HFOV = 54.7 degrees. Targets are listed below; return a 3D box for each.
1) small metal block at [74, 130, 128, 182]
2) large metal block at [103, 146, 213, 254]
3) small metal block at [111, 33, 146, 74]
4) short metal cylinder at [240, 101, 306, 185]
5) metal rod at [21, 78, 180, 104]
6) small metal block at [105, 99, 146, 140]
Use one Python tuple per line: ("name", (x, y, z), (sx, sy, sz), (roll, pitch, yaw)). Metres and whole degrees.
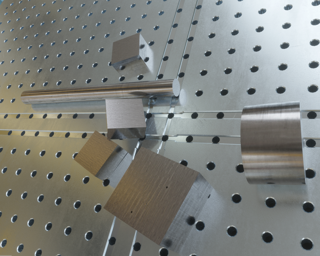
("small metal block", (-0.082, 0.038, 0.426), (0.050, 0.025, 0.050), (28, 78, 37))
("large metal block", (-0.001, 0.078, 0.344), (0.080, 0.050, 0.080), (21, 73, 35))
("small metal block", (-0.050, -0.123, 0.508), (0.050, 0.025, 0.050), (-14, 56, 20))
("short metal cylinder", (0.113, 0.015, 0.304), (0.050, 0.080, 0.080), (-4, 60, 26))
("metal rod", (-0.111, -0.056, 0.498), (0.300, 0.025, 0.025), (0, 62, 27))
("small metal block", (-0.048, -0.013, 0.425), (0.050, 0.025, 0.050), (-2, 54, -13))
